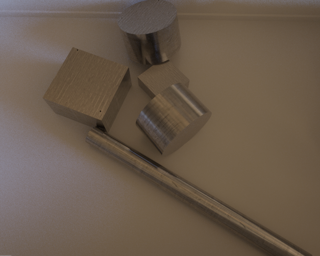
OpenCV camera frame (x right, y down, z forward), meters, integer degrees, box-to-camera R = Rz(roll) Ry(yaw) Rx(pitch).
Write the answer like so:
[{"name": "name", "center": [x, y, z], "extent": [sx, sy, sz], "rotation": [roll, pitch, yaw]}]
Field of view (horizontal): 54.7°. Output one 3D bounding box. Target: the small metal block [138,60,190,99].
[{"name": "small metal block", "center": [0.005, -0.063, 0.433], "extent": [0.050, 0.025, 0.050], "rotation": [-39, 75, -13]}]

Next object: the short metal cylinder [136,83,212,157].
[{"name": "short metal cylinder", "center": [0.017, -0.010, 0.384], "extent": [0.080, 0.080, 0.050], "rotation": [-38, 75, -13]}]

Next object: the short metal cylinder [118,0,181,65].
[{"name": "short metal cylinder", "center": [-0.013, -0.134, 0.432], "extent": [0.080, 0.050, 0.080], "rotation": [-6, 52, 7]}]

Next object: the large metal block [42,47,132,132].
[{"name": "large metal block", "center": [-0.093, -0.050, 0.413], "extent": [0.080, 0.050, 0.080], "rotation": [21, 71, 7]}]

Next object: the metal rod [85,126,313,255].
[{"name": "metal rod", "center": [0.039, 0.082, 0.380], "extent": [0.301, 0.025, 0.025], "rotation": [30, 73, 10]}]
